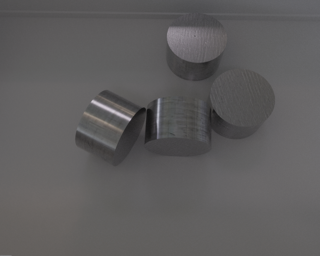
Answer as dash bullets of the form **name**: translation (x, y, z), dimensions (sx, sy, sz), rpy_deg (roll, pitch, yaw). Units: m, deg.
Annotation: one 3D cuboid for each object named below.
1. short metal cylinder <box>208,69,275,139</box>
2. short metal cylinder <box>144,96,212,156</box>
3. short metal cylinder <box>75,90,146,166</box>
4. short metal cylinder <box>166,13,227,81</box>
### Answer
- **short metal cylinder**: translation (0.103, -0.030, 0.408), dimensions (0.081, 0.050, 0.080), rpy_deg (0, 70, 0)
- **short metal cylinder**: translation (0.022, 0.001, 0.380), dimensions (0.080, 0.080, 0.050), rpy_deg (3, 70, 1)
- **short metal cylinder**: translation (-0.058, 0.000, 0.380), dimensions (0.050, 0.080, 0.080), rpy_deg (27, 72, 9)
- **short metal cylinder**: translation (0.050, -0.114, 0.438), dimensions (0.081, 0.050, 0.080), rpy_deg (0, 70, 0)
